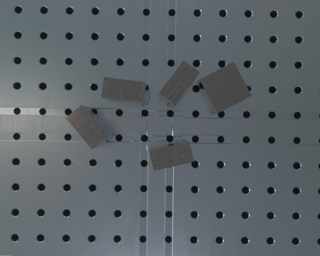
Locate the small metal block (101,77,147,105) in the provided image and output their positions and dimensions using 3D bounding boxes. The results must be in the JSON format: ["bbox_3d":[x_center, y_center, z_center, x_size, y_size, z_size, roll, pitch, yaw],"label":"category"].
[{"bbox_3d":[-0.044,-0.047,0.401,0.050,0.050,0.025,7,90,0],"label":"small metal block"}]

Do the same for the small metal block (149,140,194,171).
[{"bbox_3d":[0.014,0.034,0.401,0.050,0.050,0.025,-13,90,0],"label":"small metal block"}]

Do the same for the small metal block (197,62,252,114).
[{"bbox_3d":[0.085,-0.052,0.414,0.050,0.025,0.050,-28,90,0],"label":"small metal block"}]

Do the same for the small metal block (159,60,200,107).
[{"bbox_3d":[0.024,-0.055,0.401,0.025,0.050,0.050,37,90,0],"label":"small metal block"}]

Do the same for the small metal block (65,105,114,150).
[{"bbox_3d":[-0.089,-0.001,0.400,0.025,0.050,0.050,-40,90,0],"label":"small metal block"}]
